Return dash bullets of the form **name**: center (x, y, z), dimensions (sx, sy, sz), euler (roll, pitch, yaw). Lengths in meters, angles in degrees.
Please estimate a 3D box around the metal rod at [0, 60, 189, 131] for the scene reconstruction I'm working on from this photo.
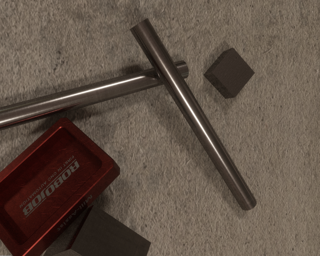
- **metal rod**: center (-0.102, -0.035, 0.371), dimensions (0.302, 0.025, 0.025), euler (-18, 97, -20)

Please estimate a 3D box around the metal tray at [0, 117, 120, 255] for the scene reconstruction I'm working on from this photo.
- **metal tray**: center (-0.120, 0.061, 0.336), dimensions (0.090, 0.030, 0.130), euler (38, 74, 22)

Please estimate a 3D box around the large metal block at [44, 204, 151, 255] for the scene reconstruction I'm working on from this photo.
- **large metal block**: center (-0.071, 0.138, 0.347), dimensions (0.080, 0.080, 0.050), euler (40, 44, -16)

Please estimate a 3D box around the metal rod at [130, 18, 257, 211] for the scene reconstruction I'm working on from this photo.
- **metal rod**: center (0.053, -0.005, 0.412), dimensions (0.025, 0.025, 0.299), euler (-39, 110, -16)

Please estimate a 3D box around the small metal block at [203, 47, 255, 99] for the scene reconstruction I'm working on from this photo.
- **small metal block**: center (0.100, -0.078, 0.447), dimensions (0.050, 0.025, 0.050), euler (44, 76, -15)
